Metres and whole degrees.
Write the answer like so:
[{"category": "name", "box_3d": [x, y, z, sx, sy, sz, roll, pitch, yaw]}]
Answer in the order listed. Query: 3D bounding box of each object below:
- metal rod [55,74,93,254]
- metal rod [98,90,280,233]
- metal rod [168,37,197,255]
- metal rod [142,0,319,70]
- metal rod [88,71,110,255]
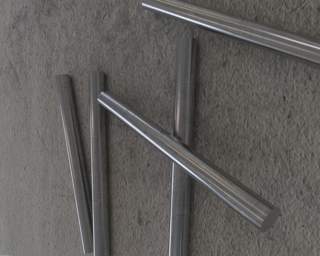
[{"category": "metal rod", "box_3d": [-0.140, 0.053, 0.521, 0.025, 0.025, 0.299, -20, 77, 38]}, {"category": "metal rod", "box_3d": [0.005, 0.017, 0.367, 0.300, 0.025, 0.025, 35, 112, 44]}, {"category": "metal rod", "box_3d": [0.027, 0.041, 0.382, 0.025, 0.025, 0.298, 4, 92, 40]}, {"category": "metal rod", "box_3d": [0.089, -0.105, 0.331, 0.300, 0.025, 0.025, 33, 110, 35]}, {"category": "metal rod", "box_3d": [-0.095, 0.061, 0.483, 0.025, 0.025, 0.298, -3, 88, 40]}]
